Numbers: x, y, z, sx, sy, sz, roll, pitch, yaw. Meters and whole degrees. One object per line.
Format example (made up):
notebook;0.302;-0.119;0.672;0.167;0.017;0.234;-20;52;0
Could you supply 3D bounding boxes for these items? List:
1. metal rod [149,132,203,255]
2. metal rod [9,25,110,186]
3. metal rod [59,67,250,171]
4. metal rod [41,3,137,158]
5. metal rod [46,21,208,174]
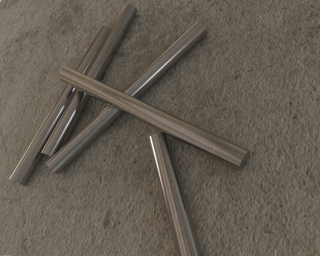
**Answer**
metal rod;0.030;0.129;0.307;0.025;0.025;0.299;-25;53;13
metal rod;-0.154;-0.047;0.510;0.025;0.025;0.300;12;68;33
metal rod;-0.027;-0.023;0.406;0.300;0.025;0.025;27;76;29
metal rod;-0.109;-0.087;0.512;0.025;0.025;0.300;11;67;32
metal rod;-0.046;-0.046;0.454;0.300;0.025;0.025;-44;51;-3
